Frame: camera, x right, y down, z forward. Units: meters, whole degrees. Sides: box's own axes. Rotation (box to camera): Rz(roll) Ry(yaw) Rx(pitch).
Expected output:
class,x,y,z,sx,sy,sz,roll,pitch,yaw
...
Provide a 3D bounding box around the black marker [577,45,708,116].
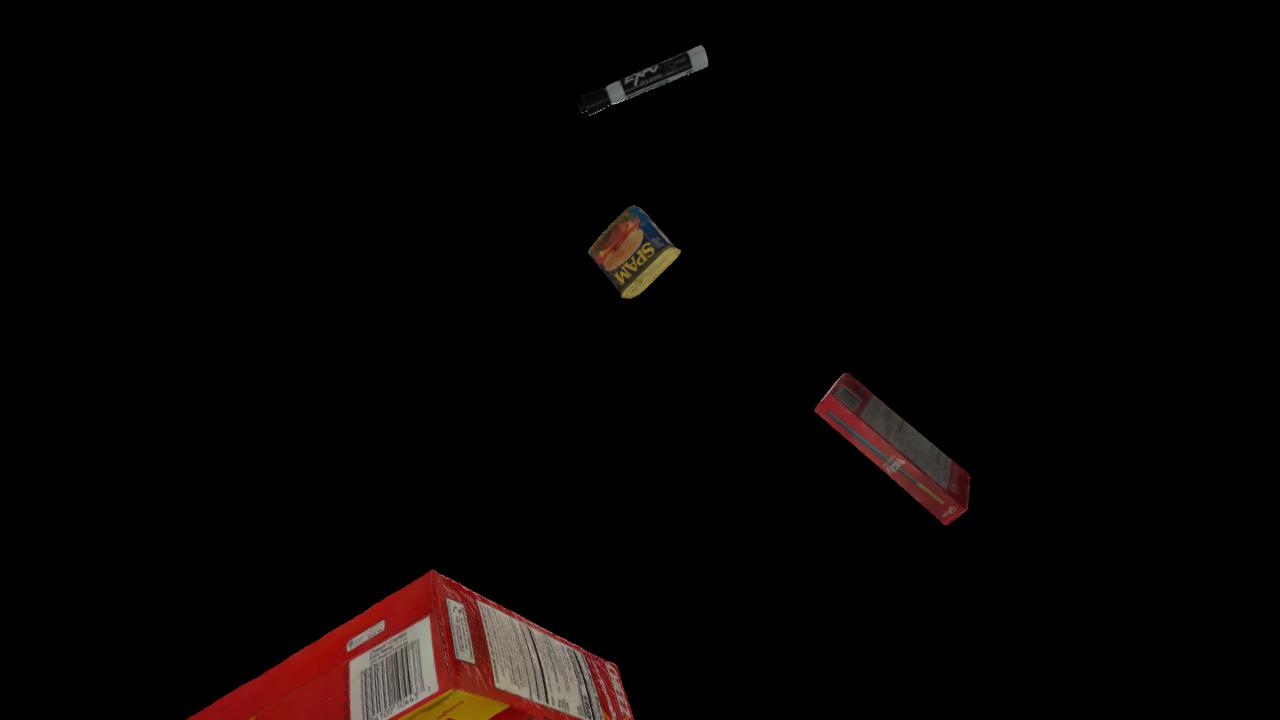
class,x,y,z,sx,sy,sz,roll,pitch,yaw
black marker,0.001,-0.246,0.545,0.121,0.020,0.020,-22,0,1

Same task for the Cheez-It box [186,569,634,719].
class,x,y,z,sx,sy,sz,roll,pitch,yaw
Cheez-It box,-0.116,0.227,0.364,0.166,0.071,0.223,-32,-45,3

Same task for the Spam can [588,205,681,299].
class,x,y,z,sx,sy,sz,roll,pitch,yaw
Spam can,-0.009,-0.150,0.857,0.101,0.085,0.058,-42,-14,18

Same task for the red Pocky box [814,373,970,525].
class,x,y,z,sx,sy,sz,roll,pitch,yaw
red Pocky box,0.242,0.080,0.589,0.155,0.028,0.083,43,29,14
